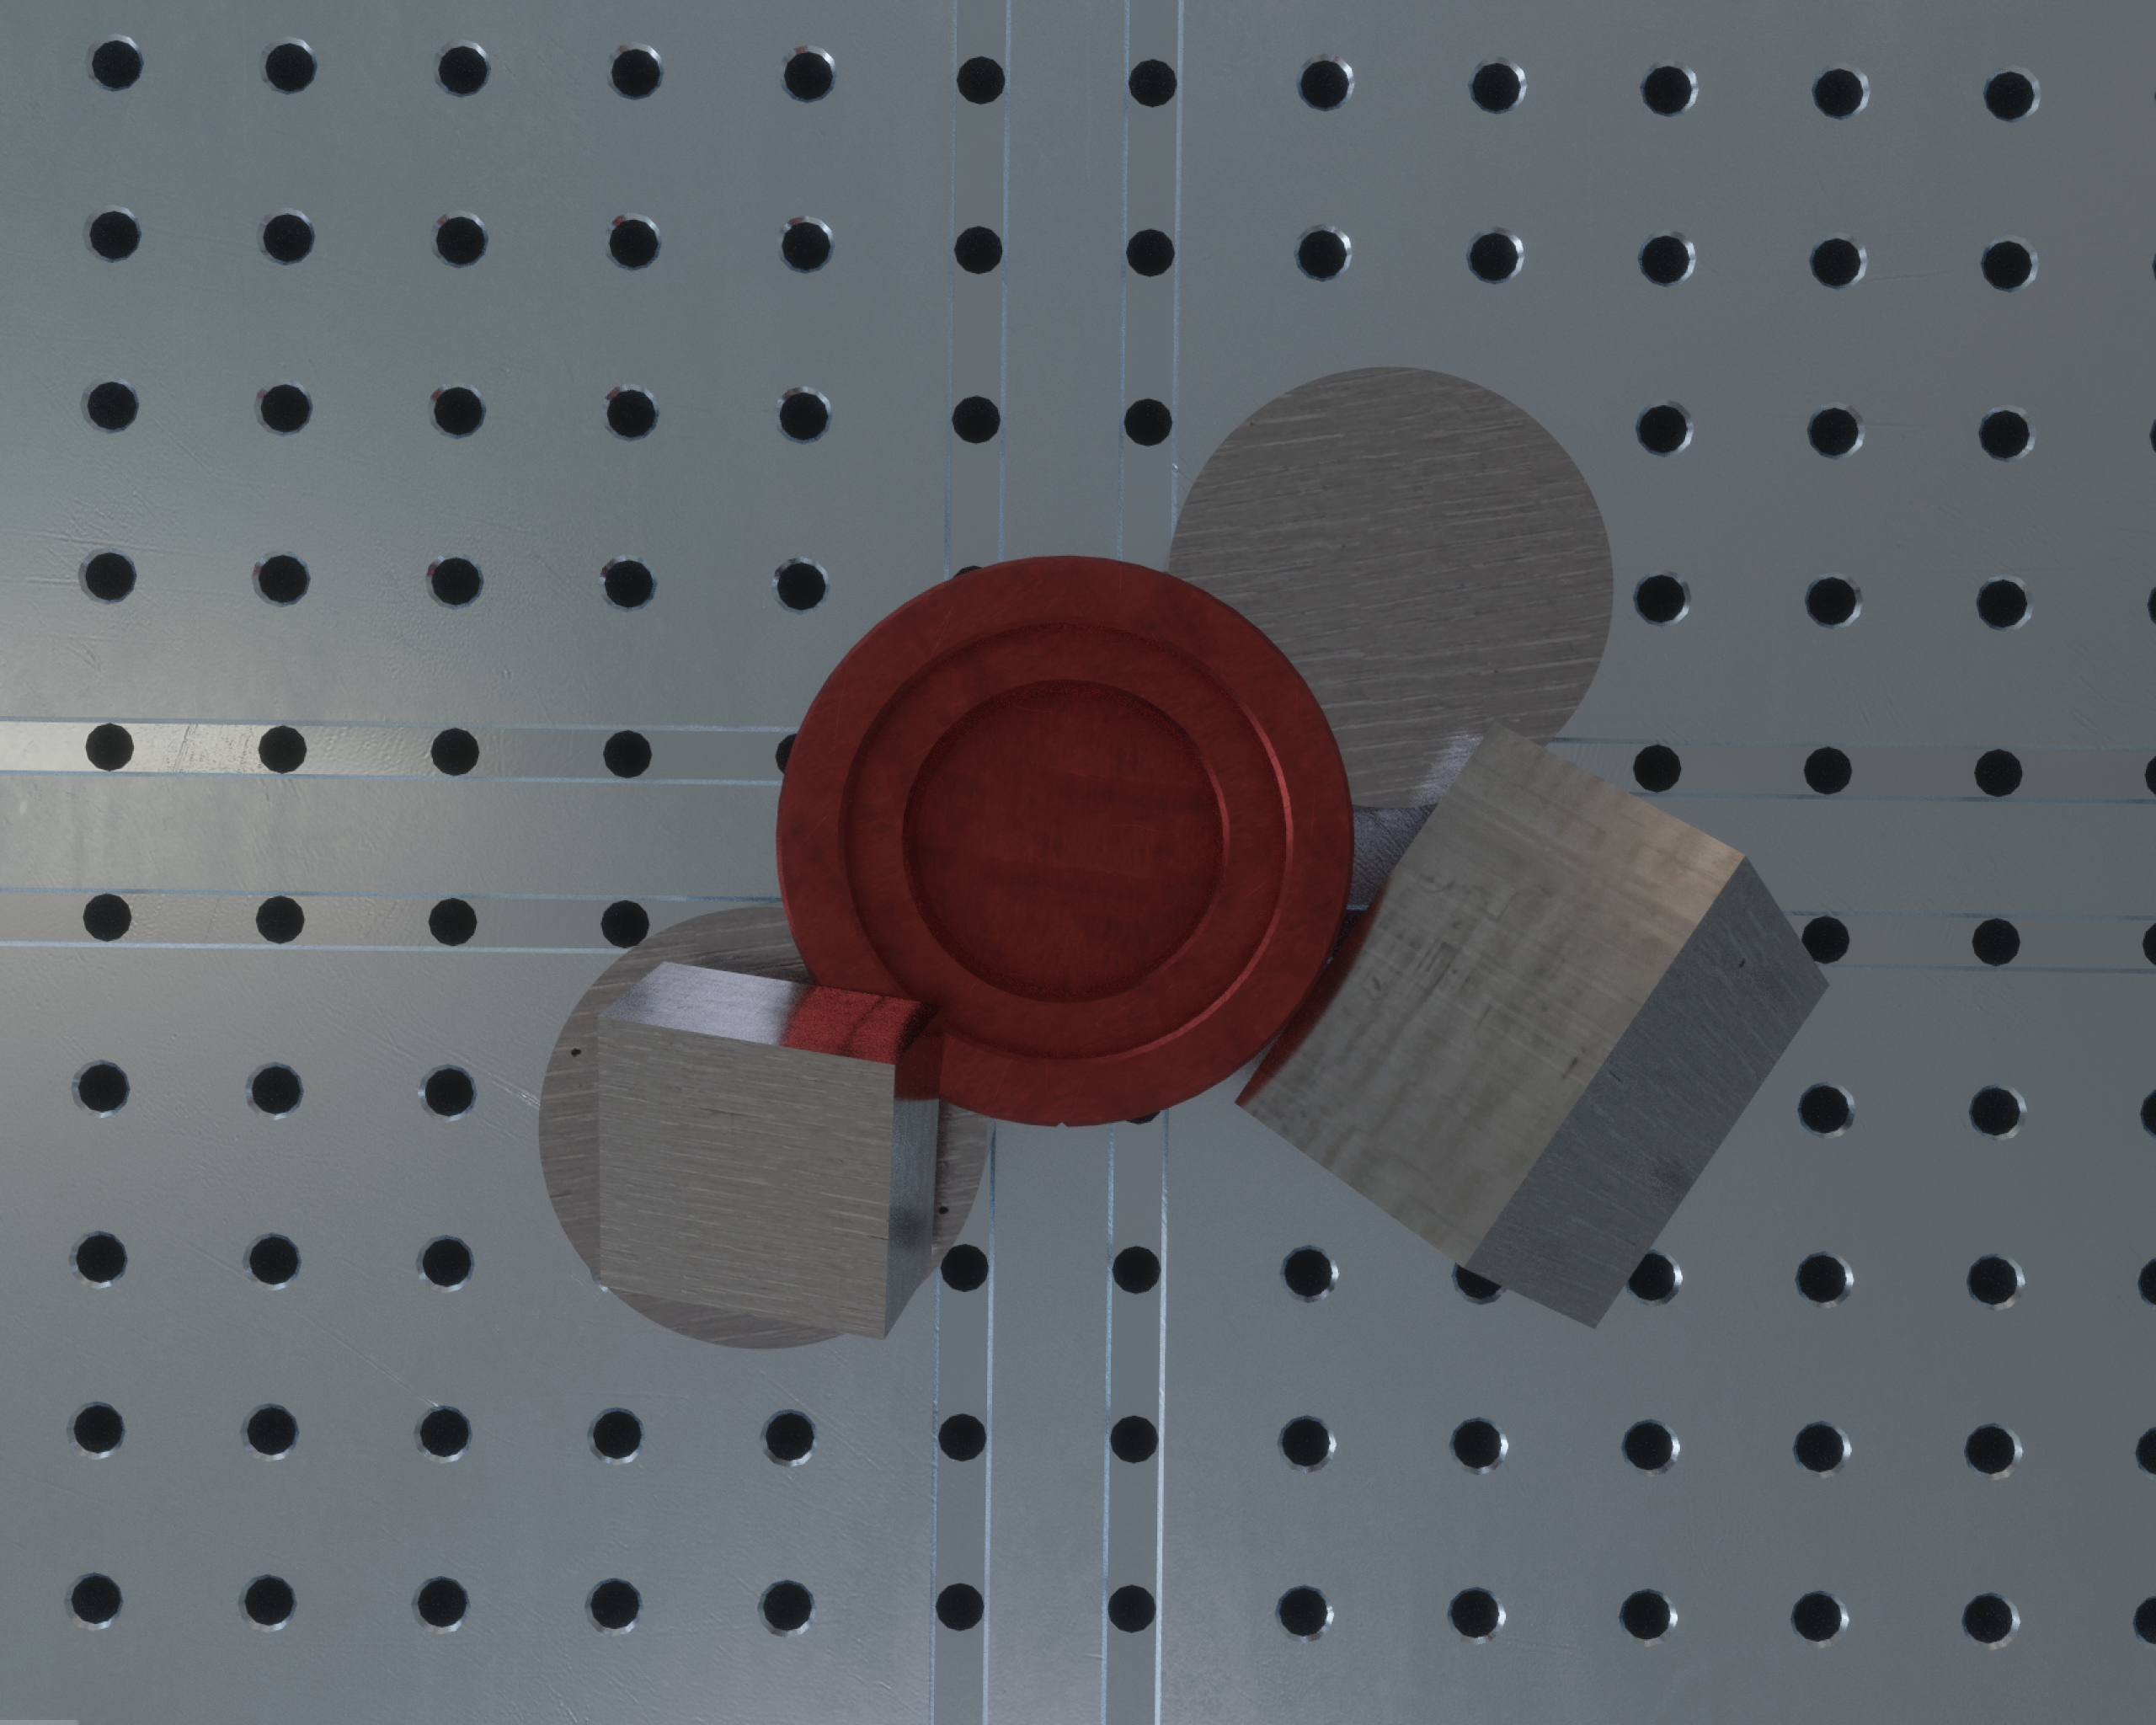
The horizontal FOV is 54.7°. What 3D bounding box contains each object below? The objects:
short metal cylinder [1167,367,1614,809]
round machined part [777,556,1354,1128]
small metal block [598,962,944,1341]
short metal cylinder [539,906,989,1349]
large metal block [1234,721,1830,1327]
[{"bbox_3d":[0.056,-0.050,0.401,0.081,0.050,0.079,0,90,0],"label":"short metal cylinder"},{"bbox_3d":[-0.002,-0.004,0.375,0.099,0.042,0.097,0,90,0],"label":"round machined part"},{"bbox_3d":[-0.051,0.048,0.350,0.050,0.025,0.050,8,110,12],"label":"small metal block"},{"bbox_3d":[-0.057,0.048,0.400,0.081,0.050,0.079,0,90,0],"label":"short metal cylinder"},{"bbox_3d":[0.086,0.032,0.380,0.050,0.080,0.080,34,90,34],"label":"large metal block"}]
